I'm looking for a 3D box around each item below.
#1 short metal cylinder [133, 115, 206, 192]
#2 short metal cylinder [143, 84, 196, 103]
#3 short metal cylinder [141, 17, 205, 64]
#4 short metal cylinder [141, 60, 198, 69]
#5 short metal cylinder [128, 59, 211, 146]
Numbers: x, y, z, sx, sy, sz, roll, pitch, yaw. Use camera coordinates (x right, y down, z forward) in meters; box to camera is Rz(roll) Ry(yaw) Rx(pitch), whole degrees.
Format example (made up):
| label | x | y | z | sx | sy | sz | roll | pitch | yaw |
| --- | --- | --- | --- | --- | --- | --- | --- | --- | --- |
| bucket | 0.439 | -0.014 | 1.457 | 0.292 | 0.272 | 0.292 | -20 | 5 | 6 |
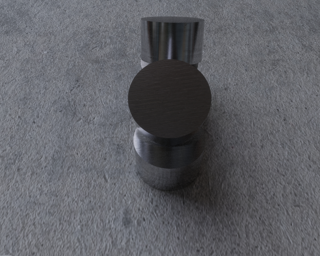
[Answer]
| label | x | y | z | sx | sy | sz | roll | pitch | yaw |
| --- | --- | --- | --- | --- | --- | --- | --- | --- | --- |
| short metal cylinder | 0.011 | 0.027 | 0.366 | 0.080 | 0.050 | 0.080 | 0 | 50 | 0 |
| short metal cylinder | 0.012 | -0.035 | 0.400 | 0.080 | 0.080 | 0.050 | 1 | 50 | 1 |
| short metal cylinder | 0.016 | -0.115 | 0.401 | 0.081 | 0.050 | 0.080 | 1 | 25 | 0 |
| short metal cylinder | 0.013 | -0.076 | 0.453 | 0.080 | 0.050 | 0.080 | 0 | 50 | 0 |
| short metal cylinder | 0.010 | -0.024 | 0.323 | 0.080 | 0.050 | 0.080 | 0 | 78 | 1 |
